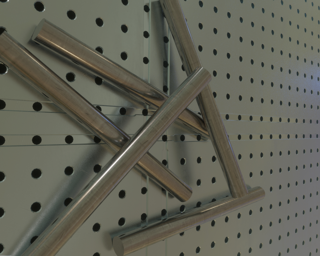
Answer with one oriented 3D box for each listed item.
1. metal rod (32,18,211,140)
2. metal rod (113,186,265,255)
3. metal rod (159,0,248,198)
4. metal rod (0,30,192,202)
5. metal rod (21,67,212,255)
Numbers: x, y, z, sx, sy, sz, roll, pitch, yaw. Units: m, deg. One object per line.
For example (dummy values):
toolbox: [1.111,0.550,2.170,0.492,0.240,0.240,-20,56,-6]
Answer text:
metal rod: [-0.014,-0.043,0.398,0.301,0.025,0.025,27,73,-37]
metal rod: [0.065,0.130,0.466,0.302,0.025,0.025,-6,94,-40]
metal rod: [0.064,-0.041,0.437,0.025,0.025,0.298,-26,99,-37]
metal rod: [-0.057,0.007,0.362,0.300,0.025,0.025,43,64,-32]
metal rod: [-0.039,0.036,0.347,0.301,0.025,0.025,-48,119,-19]
